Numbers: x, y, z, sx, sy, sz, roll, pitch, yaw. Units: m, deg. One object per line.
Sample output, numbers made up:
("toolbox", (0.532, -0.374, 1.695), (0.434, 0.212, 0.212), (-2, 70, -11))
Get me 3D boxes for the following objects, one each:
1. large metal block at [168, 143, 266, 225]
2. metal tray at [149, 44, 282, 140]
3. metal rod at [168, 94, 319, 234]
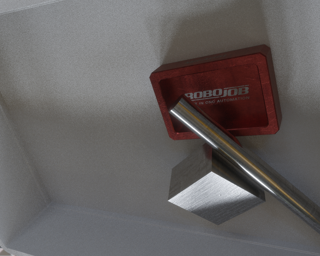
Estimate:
("large metal block", (0.068, 0.069, 0.382), (0.080, 0.050, 0.080), (30, 132, -19))
("metal tray", (0.062, -0.035, 0.350), (0.130, 0.030, 0.090), (-5, 116, 30))
("metal rod", (0.133, 0.066, 0.352), (0.301, 0.025, 0.025), (38, 129, -9))
